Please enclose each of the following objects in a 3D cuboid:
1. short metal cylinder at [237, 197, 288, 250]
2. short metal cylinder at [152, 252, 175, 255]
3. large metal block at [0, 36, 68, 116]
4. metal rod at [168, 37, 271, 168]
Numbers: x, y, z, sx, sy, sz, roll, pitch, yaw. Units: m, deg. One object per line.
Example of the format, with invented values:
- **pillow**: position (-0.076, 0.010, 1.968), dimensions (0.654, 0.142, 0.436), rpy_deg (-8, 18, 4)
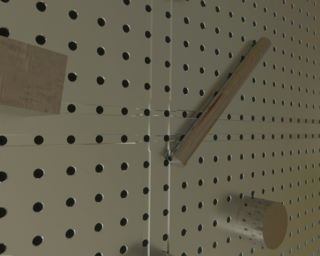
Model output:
- **short metal cylinder**: position (0.180, 0.165, 0.544), dimensions (0.081, 0.050, 0.080), rpy_deg (0, 90, -40)
- **short metal cylinder**: position (0.013, 0.211, 0.404), dimensions (0.081, 0.050, 0.080), rpy_deg (0, 90, -40)
- **large metal block**: position (-0.136, -0.041, 0.260), dimensions (0.081, 0.080, 0.050), rpy_deg (10, 84, -40)
- **metal rod**: position (0.107, -0.054, 0.498), dimensions (0.301, 0.025, 0.025), rpy_deg (-50, 120, -28)
